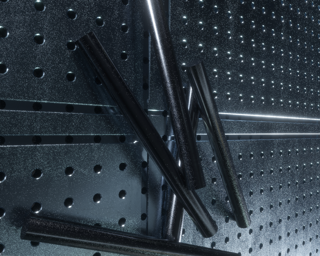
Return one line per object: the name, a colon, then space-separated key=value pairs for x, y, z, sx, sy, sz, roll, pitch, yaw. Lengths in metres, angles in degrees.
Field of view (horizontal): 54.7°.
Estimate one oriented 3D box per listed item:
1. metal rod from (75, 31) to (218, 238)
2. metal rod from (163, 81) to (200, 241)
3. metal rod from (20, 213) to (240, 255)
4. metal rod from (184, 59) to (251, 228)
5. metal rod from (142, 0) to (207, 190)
metal rod: x=-0.007 y=0.021 z=0.384 sx=0.025 sy=0.025 sz=0.299 roll=-43 pitch=110 yaw=-32
metal rod: x=0.028 y=0.080 z=0.435 sx=0.025 sy=0.025 sz=0.298 roll=16 pitch=80 yaw=-39
metal rod: x=-0.011 y=0.146 z=0.377 sx=0.302 sy=0.025 sz=0.025 roll=23 pitch=76 yaw=-30
metal rod: x=0.094 y=0.039 z=0.469 sx=0.025 sy=0.025 sz=0.299 roll=-40 pitch=121 yaw=-33
metal rod: x=0.011 y=-0.071 z=0.389 sx=0.025 sy=0.025 sz=0.298 roll=-12 pitch=88 yaw=-40
